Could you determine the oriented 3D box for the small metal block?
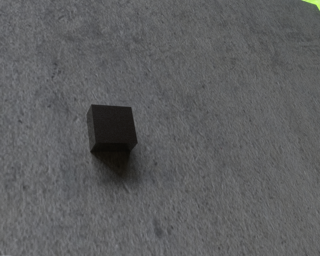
[{"bbox_3d":[-0.059,0.001,0.373,0.050,0.025,0.050,2,61,-28],"label":"small metal block"}]
